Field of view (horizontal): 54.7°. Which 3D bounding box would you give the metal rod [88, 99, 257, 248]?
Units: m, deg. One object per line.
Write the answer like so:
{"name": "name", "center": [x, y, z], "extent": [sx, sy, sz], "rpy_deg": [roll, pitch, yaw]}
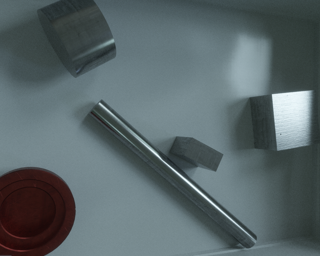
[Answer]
{"name": "metal rod", "center": [0.027, 0.071, 0.421], "extent": [0.300, 0.025, 0.025], "rpy_deg": [42, 77, -16]}

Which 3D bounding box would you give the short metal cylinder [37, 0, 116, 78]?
{"name": "short metal cylinder", "center": [-0.092, -0.104, 0.347], "extent": [0.050, 0.080, 0.080], "rpy_deg": [-33, 101, -17]}

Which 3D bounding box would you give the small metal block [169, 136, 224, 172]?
{"name": "small metal block", "center": [0.048, 0.034, 0.416], "extent": [0.050, 0.050, 0.025], "rpy_deg": [28, 81, -18]}

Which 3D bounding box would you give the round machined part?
{"name": "round machined part", "center": [-0.147, 0.092, 0.348], "extent": [0.099, 0.042, 0.097], "rpy_deg": [0, 90, -21]}

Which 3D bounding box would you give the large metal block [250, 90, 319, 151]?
{"name": "large metal block", "center": [0.189, -0.012, 0.469], "extent": [0.081, 0.050, 0.079], "rpy_deg": [-7, 93, -20]}
